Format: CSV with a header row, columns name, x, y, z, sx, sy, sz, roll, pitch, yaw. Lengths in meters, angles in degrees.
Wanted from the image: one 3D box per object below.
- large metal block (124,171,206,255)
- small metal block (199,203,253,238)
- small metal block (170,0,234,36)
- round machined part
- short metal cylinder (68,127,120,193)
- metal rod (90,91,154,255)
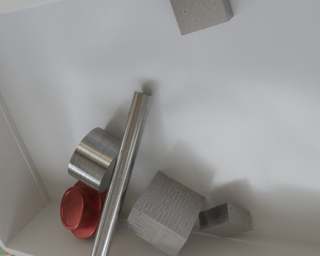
name,x,y,z,sx,sy,sz,roll,pitch,yaw
large metal block,0.009,0.120,0.442,0.080,0.080,0.050,29,128,9
small metal block,0.090,0.128,0.425,0.050,0.025,0.050,27,136,-32
small metal block,0.040,-0.126,0.309,0.050,0.025,0.050,-8,115,31
round machined part,-0.128,0.132,0.510,0.098,0.042,0.098,-13,71,42
short metal cylinder,-0.085,0.046,0.444,0.050,0.080,0.079,29,128,9
metal rod,-0.061,0.098,0.417,0.025,0.025,0.298,19,99,17
